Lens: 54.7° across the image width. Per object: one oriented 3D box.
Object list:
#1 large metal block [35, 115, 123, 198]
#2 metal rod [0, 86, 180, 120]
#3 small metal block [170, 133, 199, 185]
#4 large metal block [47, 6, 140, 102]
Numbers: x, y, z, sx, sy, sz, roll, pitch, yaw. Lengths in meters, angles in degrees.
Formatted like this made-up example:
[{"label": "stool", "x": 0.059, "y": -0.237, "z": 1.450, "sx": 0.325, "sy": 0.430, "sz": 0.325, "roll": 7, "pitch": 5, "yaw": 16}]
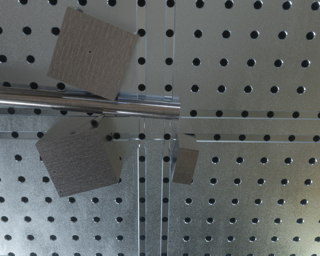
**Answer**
[{"label": "large metal block", "x": -0.103, "y": 0.037, "z": 0.412, "sx": 0.080, "sy": 0.050, "sz": 0.080, "roll": -15, "pitch": 110, "yaw": 5}, {"label": "metal rod", "x": -0.125, "y": -0.035, "z": 0.398, "sx": 0.302, "sy": 0.025, "sz": 0.025, "roll": 5, "pitch": 110, "yaw": -3}, {"label": "small metal block", "x": 0.032, "y": 0.040, "z": 0.415, "sx": 0.025, "sy": 0.050, "sz": 0.050, "roll": 10, "pitch": 110, "yaw": -4}, {"label": "large metal block", "x": -0.076, "y": -0.088, "z": 0.367, "sx": 0.080, "sy": 0.050, "sz": 0.079, "roll": 21, "pitch": 109, "yaw": -8}]
